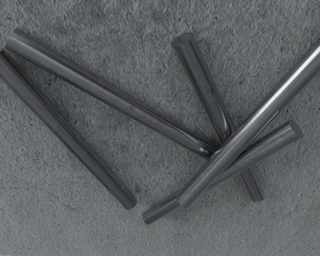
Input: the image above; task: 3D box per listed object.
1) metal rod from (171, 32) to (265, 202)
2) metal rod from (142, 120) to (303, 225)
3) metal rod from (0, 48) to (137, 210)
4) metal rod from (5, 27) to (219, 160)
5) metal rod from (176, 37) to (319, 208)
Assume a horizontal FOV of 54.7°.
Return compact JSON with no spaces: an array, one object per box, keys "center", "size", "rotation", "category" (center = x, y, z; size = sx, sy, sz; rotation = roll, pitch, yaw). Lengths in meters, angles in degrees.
[{"center":[0.090,0.008,0.414],"size":[0.025,0.025,0.299],"rotation":[-21,127,17],"category":"metal rod"},{"center":[0.069,0.079,0.450],"size":[0.025,0.025,0.299],"rotation":[30,131,-23],"category":"metal rod"},{"center":[-0.115,0.022,0.424],"size":[0.025,0.025,0.299],"rotation":[-21,127,16],"category":"metal rod"},{"center":[-0.036,-0.026,0.384],"size":[0.301,0.025,0.025],"rotation":[30,124,-23],"category":"metal rod"},{"center":[0.115,-0.004,0.377],"size":[0.025,0.025,0.298],"rotation":[27,117,-21],"category":"metal rod"}]
